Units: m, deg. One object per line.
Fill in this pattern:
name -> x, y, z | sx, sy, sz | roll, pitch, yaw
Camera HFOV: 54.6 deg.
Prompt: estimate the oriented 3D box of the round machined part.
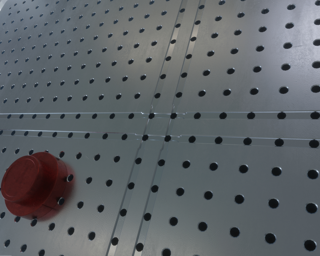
round machined part -> -0.188, 0.079, 0.450 | 0.098, 0.042, 0.098 | -13, 56, 21
